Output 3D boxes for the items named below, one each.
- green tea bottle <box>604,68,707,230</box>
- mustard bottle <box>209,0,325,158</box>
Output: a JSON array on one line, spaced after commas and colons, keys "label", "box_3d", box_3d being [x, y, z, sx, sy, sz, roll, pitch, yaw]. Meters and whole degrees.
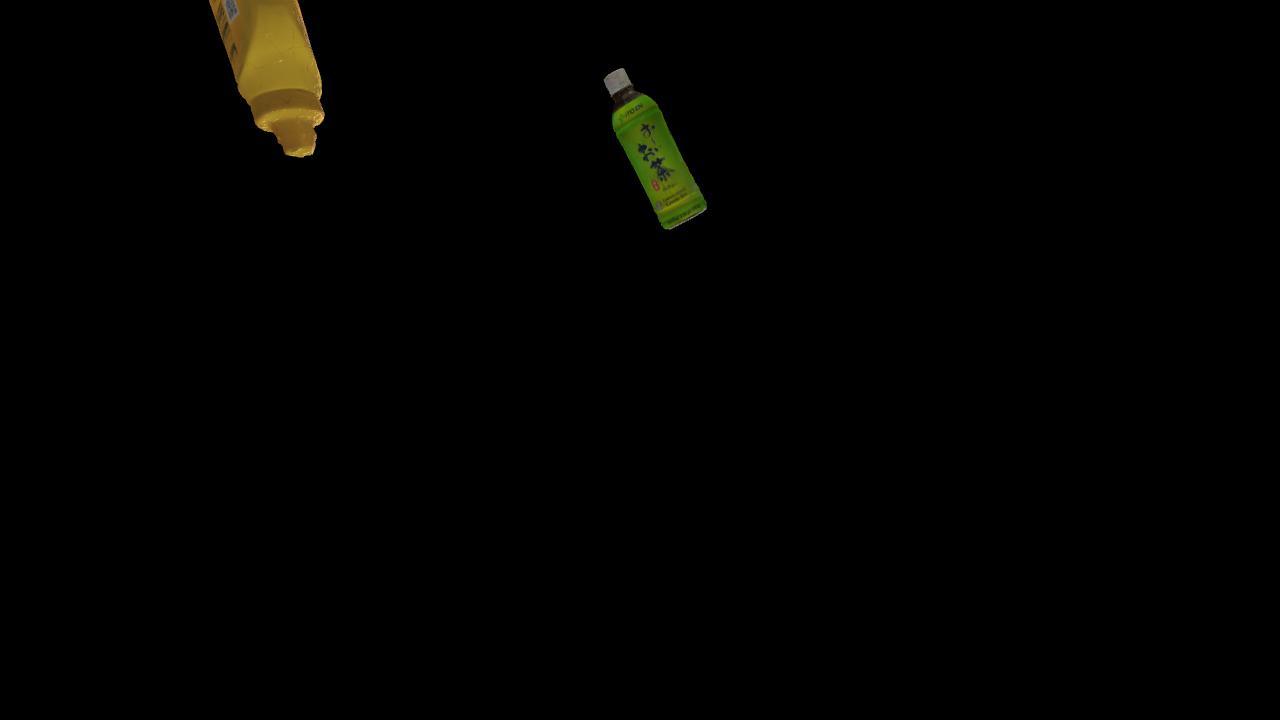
[{"label": "green tea bottle", "box_3d": [0.014, -0.282, 0.824, 0.073, 0.212, 0.073, -29, 13, 8]}, {"label": "mustard bottle", "box_3d": [-0.251, -0.225, 0.404, 0.054, 0.184, 0.092, -19, 6, -40]}]
